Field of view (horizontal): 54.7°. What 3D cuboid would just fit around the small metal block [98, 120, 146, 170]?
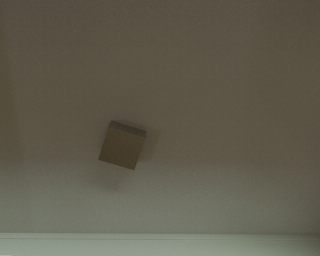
[{"bbox_3d":[-0.051,0.023,0.419,0.050,0.025,0.050,18,109,-7],"label":"small metal block"}]
